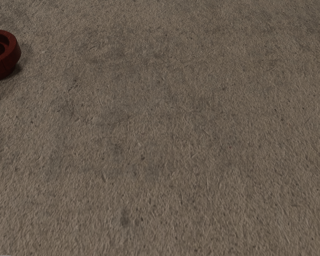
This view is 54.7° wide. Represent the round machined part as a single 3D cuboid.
[{"bbox_3d":[-0.266,-0.108,0.479,0.099,0.042,0.098,0,50,0],"label":"round machined part"}]
